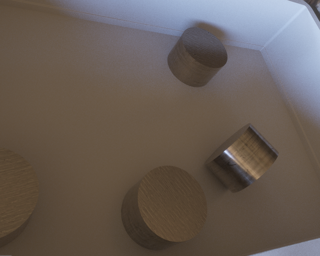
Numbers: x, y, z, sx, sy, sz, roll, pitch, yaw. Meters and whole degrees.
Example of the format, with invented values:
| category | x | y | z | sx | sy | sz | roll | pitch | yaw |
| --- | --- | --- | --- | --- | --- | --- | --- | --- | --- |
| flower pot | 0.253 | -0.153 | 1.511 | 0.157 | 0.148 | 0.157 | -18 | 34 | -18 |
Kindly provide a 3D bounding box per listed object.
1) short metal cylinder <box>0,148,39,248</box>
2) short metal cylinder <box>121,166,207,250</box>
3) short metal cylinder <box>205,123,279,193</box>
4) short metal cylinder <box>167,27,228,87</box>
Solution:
| category | x | y | z | sx | sy | sz | roll | pitch | yaw |
| --- | --- | --- | --- | --- | --- | --- | --- | --- | --- |
| short metal cylinder | -0.152 | 0.063 | 0.270 | 0.081 | 0.050 | 0.080 | 14 | 56 | -21 |
| short metal cylinder | 0.004 | 0.088 | 0.340 | 0.081 | 0.050 | 0.080 | 14 | 56 | -21 |
| short metal cylinder | 0.106 | 0.039 | 0.406 | 0.050 | 0.080 | 0.080 | 47 | 51 | 4 |
| short metal cylinder | 0.059 | -0.112 | 0.492 | 0.081 | 0.050 | 0.080 | 14 | 56 | -21 |
